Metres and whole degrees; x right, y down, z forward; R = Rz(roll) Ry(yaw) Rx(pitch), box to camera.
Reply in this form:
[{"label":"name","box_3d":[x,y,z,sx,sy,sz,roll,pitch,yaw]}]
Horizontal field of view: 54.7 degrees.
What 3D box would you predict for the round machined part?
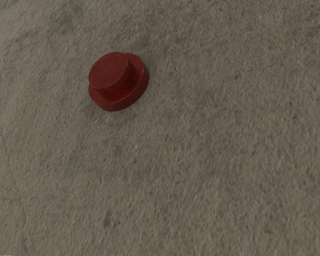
[{"label":"round machined part","box_3d":[-0.070,-0.078,0.475,0.098,0.042,0.098,-13,56,20]}]
